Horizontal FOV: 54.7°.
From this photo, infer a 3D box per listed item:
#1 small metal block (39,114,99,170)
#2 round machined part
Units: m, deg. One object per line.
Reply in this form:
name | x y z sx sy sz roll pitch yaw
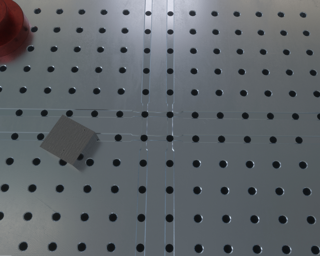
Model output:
small metal block | -0.117 0.018 0.404 0.050 0.025 0.050 28 72 9
round machined part | -0.252 -0.157 0.458 0.099 0.042 0.098 0 70 0
